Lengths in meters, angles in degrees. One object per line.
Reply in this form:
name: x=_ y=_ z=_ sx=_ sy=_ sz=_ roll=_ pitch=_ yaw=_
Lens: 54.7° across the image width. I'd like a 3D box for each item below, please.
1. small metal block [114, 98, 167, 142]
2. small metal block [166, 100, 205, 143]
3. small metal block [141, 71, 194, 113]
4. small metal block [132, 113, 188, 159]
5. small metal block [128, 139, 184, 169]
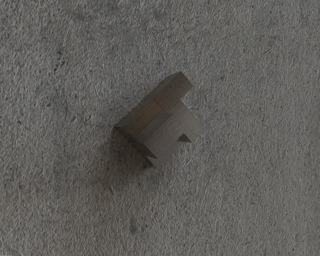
small metal block: x=-0.026 y=-0.010 z=0.388 sx=0.050 sy=0.050 sz=0.025 roll=-45 pitch=105 yaw=-15
small metal block: x=0.024 y=-0.008 z=0.407 sx=0.025 sy=0.050 sz=0.050 roll=-45 pitch=105 yaw=-14
small metal block: x=0.008 y=-0.044 z=0.401 sx=0.050 sy=0.050 sz=0.025 roll=-45 pitch=105 yaw=-15
small metal block: x=-0.001 y=0.009 z=0.371 sx=0.050 sy=0.050 sz=0.025 roll=-45 pitch=105 yaw=-15
small metal block: x=-0.006 y=0.018 z=0.409 sx=0.050 sy=0.025 sz=0.050 roll=-44 pitch=104 yaw=-15
